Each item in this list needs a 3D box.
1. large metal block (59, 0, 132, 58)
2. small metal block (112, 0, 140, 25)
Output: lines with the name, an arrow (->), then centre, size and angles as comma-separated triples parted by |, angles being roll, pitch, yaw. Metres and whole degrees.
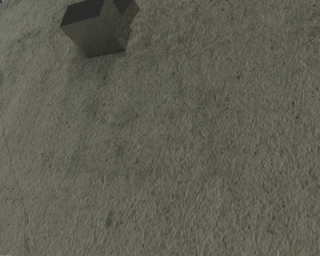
large metal block -> -0.108, -0.171, 0.530 | 0.080, 0.080, 0.050 | -4, 60, 26
small metal block -> -0.073, -0.212, 0.573 | 0.050, 0.025, 0.050 | 21, 73, 35
